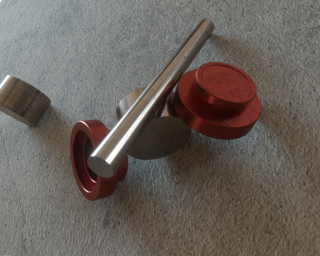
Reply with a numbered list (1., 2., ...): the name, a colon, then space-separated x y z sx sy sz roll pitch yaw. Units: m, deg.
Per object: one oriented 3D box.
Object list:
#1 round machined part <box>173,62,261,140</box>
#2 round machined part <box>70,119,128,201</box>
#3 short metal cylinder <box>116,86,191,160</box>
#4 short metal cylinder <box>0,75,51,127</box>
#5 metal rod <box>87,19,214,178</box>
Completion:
1. round machined part: 0.067 -0.037 0.348 0.099 0.042 0.098 8 47 -9
2. round machined part: -0.074 0.038 0.386 0.098 0.042 0.097 16 109 53
3. short metal cylinder: -0.009 -0.005 0.375 0.080 0.080 0.050 -28 52 10
4. short metal cylinder: -0.231 -0.043 0.513 0.080 0.080 0.050 15 70 34
5. metal rod: 0.010 -0.059 0.358 0.025 0.025 0.301 2 38 29
